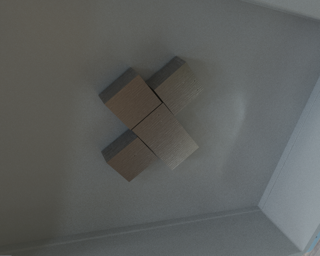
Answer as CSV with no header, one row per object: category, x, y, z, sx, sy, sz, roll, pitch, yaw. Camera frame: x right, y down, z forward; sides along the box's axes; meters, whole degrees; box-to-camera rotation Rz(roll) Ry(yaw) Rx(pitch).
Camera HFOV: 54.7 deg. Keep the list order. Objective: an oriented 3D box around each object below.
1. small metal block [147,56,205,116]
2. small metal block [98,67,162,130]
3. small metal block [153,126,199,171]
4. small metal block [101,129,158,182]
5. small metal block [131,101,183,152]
small metal block,0.019,-0.052,0.384,0.050,0.025,0.050,-42,130,-1
small metal block,-0.035,-0.034,0.366,0.050,0.025,0.050,-41,130,0
small metal block,0.018,0.023,0.430,0.050,0.025,0.050,-41,130,0
small metal block,-0.039,0.036,0.407,0.050,0.025,0.050,-40,130,0
small metal block,-0.007,-0.006,0.397,0.050,0.025,0.050,-41,130,0
